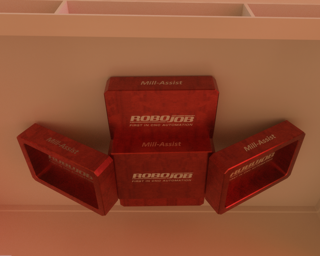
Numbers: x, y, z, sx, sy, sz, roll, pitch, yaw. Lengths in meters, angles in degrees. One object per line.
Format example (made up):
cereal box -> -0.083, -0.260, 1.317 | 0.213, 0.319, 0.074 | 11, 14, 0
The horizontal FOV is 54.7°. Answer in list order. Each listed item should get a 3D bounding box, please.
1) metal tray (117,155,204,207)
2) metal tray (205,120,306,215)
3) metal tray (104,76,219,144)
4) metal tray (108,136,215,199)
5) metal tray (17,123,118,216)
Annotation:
metal tray -> 0.003, 0.080, 0.470 | 0.131, 0.030, 0.089 | -1, 130, 0
metal tray -> 0.123, 0.051, 0.407 | 0.131, 0.030, 0.089 | -21, 134, -21
metal tray -> 0.002, -0.018, 0.387 | 0.131, 0.030, 0.089 | -1, 130, 0
metal tray -> 0.003, 0.054, 0.410 | 0.131, 0.030, 0.089 | -1, 130, 0
metal tray -> -0.120, 0.055, 0.409 | 0.130, 0.030, 0.089 | 21, 135, 21
